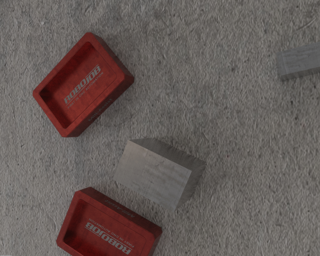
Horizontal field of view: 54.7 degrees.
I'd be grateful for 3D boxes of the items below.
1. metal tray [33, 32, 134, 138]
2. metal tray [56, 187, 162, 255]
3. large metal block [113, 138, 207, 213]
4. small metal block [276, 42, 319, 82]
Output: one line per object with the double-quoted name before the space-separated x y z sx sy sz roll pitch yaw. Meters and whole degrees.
"metal tray" -0.112 -0.059 0.445 0.130 0.030 0.090 -42 77 15
"metal tray" -0.073 0.152 0.431 0.130 0.030 0.090 25 98 18
"large metal block" 0.003 0.052 0.379 0.080 0.080 0.050 25 98 18
"small metal block" 0.157 -0.072 0.340 0.050 0.050 0.025 -12 86 19
